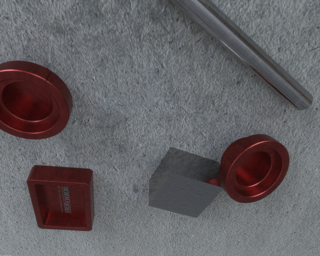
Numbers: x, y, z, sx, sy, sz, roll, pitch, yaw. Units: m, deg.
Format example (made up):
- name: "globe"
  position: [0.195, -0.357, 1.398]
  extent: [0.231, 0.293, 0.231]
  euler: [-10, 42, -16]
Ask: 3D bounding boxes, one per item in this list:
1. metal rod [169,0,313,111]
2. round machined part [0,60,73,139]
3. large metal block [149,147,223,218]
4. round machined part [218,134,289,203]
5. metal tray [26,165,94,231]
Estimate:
- name: "metal rod"
  position: [0.061, -0.104, 0.319]
  extent: [0.301, 0.025, 0.025]
  euler: [32, 123, -25]
- name: "round machined part"
  position: [-0.152, -0.036, 0.363]
  extent: [0.099, 0.042, 0.097]
  euler: [-1, 130, 0]
- name: "large metal block"
  position: [0.036, 0.083, 0.462]
  extent: [0.081, 0.050, 0.079]
  euler: [19, 128, -16]
- name: "round machined part"
  position: [0.124, 0.051, 0.427]
  extent: [0.099, 0.042, 0.097]
  euler: [-9, 118, -18]
- name: "metal tray"
  position: [-0.155, 0.117, 0.501]
  extent: [0.091, 0.030, 0.129]
  euler: [5, 130, -5]
